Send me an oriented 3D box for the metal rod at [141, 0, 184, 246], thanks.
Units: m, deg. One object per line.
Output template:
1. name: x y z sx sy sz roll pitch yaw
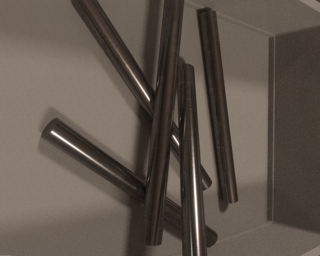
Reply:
1. metal rod: 0.004 -0.013 0.377 0.025 0.025 0.298 9 84 -40

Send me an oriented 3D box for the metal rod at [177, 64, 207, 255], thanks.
1. metal rod: 0.036 0.045 0.365 0.025 0.025 0.299 27 50 -37

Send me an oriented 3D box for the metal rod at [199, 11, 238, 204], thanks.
1. metal rod: 0.094 -0.028 0.487 0.025 0.025 0.298 -14 99 -39

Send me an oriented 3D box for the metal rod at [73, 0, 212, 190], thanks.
1. metal rod: -0.008 -0.028 0.401 0.025 0.025 0.299 -49 119 -29

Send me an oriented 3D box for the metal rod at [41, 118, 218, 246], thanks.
1. metal rod: -0.017 0.084 0.394 0.300 0.025 0.025 42 65 -32
